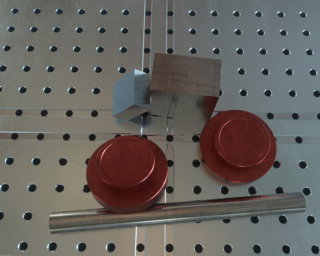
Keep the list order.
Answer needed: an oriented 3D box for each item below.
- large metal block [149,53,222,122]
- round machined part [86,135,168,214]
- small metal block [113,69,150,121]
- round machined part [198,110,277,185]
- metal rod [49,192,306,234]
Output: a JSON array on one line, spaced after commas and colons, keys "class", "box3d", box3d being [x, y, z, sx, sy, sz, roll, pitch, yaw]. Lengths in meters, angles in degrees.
[{"class": "large metal block", "box3d": [0.031, -0.050, 0.401, 0.080, 0.080, 0.050, 7, 70, 2]}, {"class": "round machined part", "box3d": [-0.039, 0.048, 0.372, 0.099, 0.042, 0.098, 0, 54, 1]}, {"class": "small metal block", "box3d": [-0.038, -0.043, 0.411, 0.025, 0.050, 0.050, 15, 65, -37]}, {"class": "round machined part", "box3d": [0.100, 0.021, 0.396, 0.099, 0.042, 0.098, 0, 70, 0]}, {"class": "metal rod", "box3d": [0.022, 0.102, 0.374, 0.302, 0.025, 0.025, -4, 70, -2]}]
